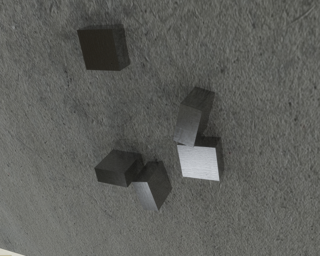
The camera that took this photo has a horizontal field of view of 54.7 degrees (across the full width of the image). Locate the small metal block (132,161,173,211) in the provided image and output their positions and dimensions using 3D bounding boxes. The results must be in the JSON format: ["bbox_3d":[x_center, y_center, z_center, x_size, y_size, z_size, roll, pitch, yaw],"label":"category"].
[{"bbox_3d":[-0.010,0.083,0.447,0.025,0.050,0.050,-5,116,31],"label":"small metal block"}]

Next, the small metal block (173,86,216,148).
[{"bbox_3d":[0.040,-0.014,0.361,0.025,0.050,0.050,20,126,16],"label":"small metal block"}]

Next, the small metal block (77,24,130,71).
[{"bbox_3d":[-0.069,-0.099,0.382,0.050,0.025,0.050,7,122,24],"label":"small metal block"}]

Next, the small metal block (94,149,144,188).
[{"bbox_3d":[-0.060,0.059,0.458,0.050,0.050,0.025,6,121,25],"label":"small metal block"}]

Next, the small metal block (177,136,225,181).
[{"bbox_3d":[0.054,0.038,0.402,0.050,0.025,0.050,3,120,27],"label":"small metal block"}]
